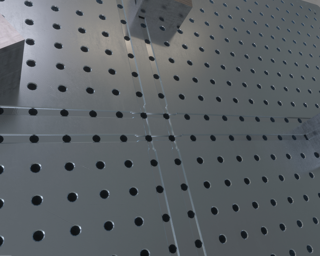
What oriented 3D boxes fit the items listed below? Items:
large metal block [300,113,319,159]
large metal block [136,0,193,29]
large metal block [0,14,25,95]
[{"bbox_3d":[0.313,0.013,0.551,0.081,0.050,0.080,-8,66,-32],"label":"large metal block"},{"bbox_3d":[0.005,-0.228,0.534,0.081,0.050,0.080,11,57,-22],"label":"large metal block"},{"bbox_3d":[-0.191,-0.084,0.321,0.080,0.080,0.050,46,51,4],"label":"large metal block"}]
